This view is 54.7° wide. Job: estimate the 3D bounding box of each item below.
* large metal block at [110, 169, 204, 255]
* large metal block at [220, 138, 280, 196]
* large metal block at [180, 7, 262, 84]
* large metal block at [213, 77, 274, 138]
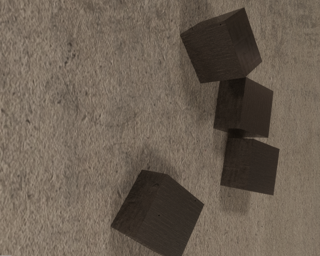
[{"bbox_3d":[-0.001,0.110,0.390,0.080,0.050,0.080,43,64,-32],"label":"large metal block"},{"bbox_3d":[0.152,0.065,0.519,0.080,0.050,0.080,18,79,-39],"label":"large metal block"},{"bbox_3d":[0.087,-0.115,0.444,0.050,0.080,0.080,-41,115,-33],"label":"large metal block"},{"bbox_3d":[0.138,-0.031,0.507,0.081,0.050,0.080,15,81,-39],"label":"large metal block"}]
